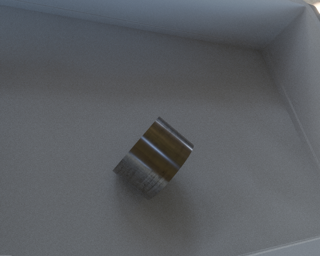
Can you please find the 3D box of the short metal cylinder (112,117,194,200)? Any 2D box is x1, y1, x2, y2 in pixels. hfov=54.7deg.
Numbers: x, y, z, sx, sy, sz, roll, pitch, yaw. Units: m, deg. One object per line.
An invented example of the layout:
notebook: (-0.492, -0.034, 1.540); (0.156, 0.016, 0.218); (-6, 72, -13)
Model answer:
short metal cylinder: (-0.008, 0.033, 0.347); (0.050, 0.080, 0.080); (40, 51, -1)
